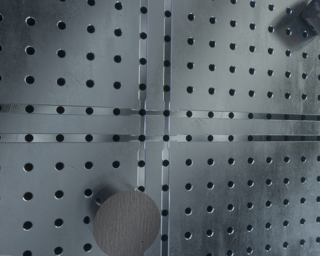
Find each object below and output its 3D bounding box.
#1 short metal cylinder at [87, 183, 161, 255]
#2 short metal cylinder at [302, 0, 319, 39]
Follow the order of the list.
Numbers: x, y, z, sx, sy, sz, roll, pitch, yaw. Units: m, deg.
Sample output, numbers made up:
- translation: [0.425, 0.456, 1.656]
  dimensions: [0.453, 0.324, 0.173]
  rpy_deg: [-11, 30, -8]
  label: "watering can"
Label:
- translation: [-0.046, 0.112, 0.383]
  dimensions: [0.081, 0.050, 0.079]
  rpy_deg: [0, 90, -21]
  label: "short metal cylinder"
- translation: [0.275, -0.184, 0.487]
  dimensions: [0.050, 0.080, 0.080]
  rpy_deg: [42, 77, -16]
  label: "short metal cylinder"
